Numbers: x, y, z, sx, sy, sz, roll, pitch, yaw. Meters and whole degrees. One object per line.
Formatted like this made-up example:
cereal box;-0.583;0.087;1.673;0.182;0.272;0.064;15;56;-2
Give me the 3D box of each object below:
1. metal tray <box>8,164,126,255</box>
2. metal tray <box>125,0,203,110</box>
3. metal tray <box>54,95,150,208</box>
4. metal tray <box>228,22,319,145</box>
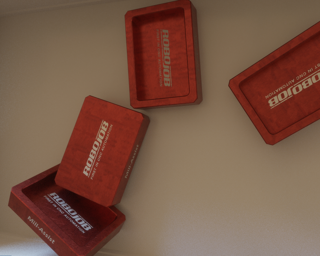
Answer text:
metal tray;-0.123;0.111;0.416;0.130;0.091;0.030;36;122;16
metal tray;0.004;-0.092;0.406;0.090;0.030;0.129;-4;89;19
metal tray;-0.078;0.030;0.424;0.090;0.030;0.129;20;88;16
metal tray;0.157;-0.050;0.352;0.130;0.030;0.090;-33;79;17
